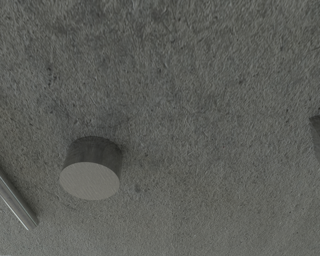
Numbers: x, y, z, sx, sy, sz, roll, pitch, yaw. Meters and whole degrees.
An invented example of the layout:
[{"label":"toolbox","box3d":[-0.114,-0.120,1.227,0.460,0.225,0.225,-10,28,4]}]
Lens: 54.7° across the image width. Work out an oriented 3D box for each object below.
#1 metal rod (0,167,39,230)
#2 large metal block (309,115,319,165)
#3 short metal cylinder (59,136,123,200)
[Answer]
[{"label":"metal rod","box3d":[-0.250,0.058,0.453,0.025,0.025,0.298,-7,130,6]},{"label":"large metal block","box3d":[0.252,0.018,0.409,0.080,0.050,0.080,-19,128,15]},{"label":"short metal cylinder","box3d":[-0.095,0.058,0.439,0.081,0.050,0.079,0,130,0]}]
